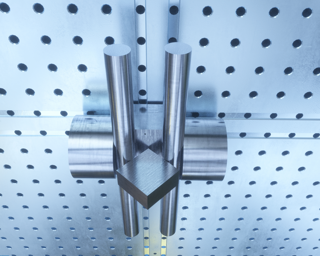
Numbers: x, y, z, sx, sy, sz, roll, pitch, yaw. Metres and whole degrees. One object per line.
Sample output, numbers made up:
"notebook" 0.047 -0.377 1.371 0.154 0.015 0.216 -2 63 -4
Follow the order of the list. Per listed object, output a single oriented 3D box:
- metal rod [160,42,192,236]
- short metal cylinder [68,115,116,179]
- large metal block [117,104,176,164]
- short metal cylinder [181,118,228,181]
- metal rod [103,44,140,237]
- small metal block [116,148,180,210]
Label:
"metal rod" 0.014 0.041 0.377 0.025 0.025 0.298 0 130 -1
"short metal cylinder" -0.080 0.023 0.390 0.050 0.080 0.079 1 130 -1
"large metal block" -0.014 0.016 0.404 0.081 0.050 0.079 1 130 -1
"short metal cylinder" 0.052 0.027 0.394 0.050 0.080 0.079 1 130 0
"metal rod" -0.041 0.042 0.377 0.025 0.025 0.298 0 130 -1
"small metal block" -0.014 0.057 0.357 0.050 0.050 0.025 33 140 31
